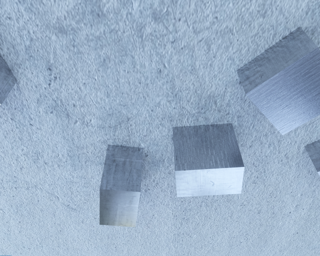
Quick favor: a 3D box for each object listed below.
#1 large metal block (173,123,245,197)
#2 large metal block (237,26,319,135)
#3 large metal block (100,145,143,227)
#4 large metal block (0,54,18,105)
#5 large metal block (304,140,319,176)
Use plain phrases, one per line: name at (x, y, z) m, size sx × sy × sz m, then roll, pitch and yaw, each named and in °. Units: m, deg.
large metal block at (0.060, 0.041, 0.406) m, size 0.080 × 0.080 × 0.050 m, roll -4°, pitch 130°, yaw 3°
large metal block at (0.148, -0.050, 0.349) m, size 0.080 × 0.050 × 0.080 m, roll -35°, pitch 122°, yaw 26°
large metal block at (-0.055, 0.082, 0.440) m, size 0.050 × 0.080 × 0.079 m, roll 6°, pitch 130°, yaw -5°
large metal block at (-0.220, -0.063, 0.335) m, size 0.080 × 0.050 × 0.080 m, roll -10°, pitch 130°, yaw 8°
large metal block at (0.265, 0.049, 0.435) m, size 0.080 × 0.050 × 0.080 m, roll -29°, pitch 125°, yaw 22°
